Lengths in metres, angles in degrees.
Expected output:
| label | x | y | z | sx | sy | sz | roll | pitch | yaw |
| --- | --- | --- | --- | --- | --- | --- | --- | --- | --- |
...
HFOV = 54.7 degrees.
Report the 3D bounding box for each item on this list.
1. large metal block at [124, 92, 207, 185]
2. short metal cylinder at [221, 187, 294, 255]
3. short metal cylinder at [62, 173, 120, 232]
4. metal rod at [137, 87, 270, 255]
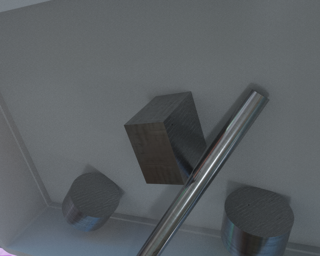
| label | x | y | z | sx | sy | sz | roll | pitch | yaw |
| --- | --- | --- | --- | --- | --- | --- | --- | --- | --- |
| large metal block | 0.011 | 0.011 | 0.373 | 0.050 | 0.080 | 0.080 | -4 | 116 | 31 |
| short metal cylinder | 0.118 | 0.119 | 0.384 | 0.080 | 0.080 | 0.050 | 13 | 124 | 21 |
| short metal cylinder | -0.113 | 0.120 | 0.505 | 0.080 | 0.080 | 0.050 | 37 | 129 | 3 |
| metal rod | 0.032 | 0.086 | 0.372 | 0.025 | 0.025 | 0.298 | 33 | 106 | 6 |
